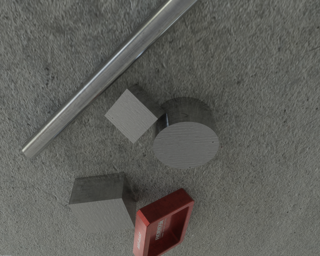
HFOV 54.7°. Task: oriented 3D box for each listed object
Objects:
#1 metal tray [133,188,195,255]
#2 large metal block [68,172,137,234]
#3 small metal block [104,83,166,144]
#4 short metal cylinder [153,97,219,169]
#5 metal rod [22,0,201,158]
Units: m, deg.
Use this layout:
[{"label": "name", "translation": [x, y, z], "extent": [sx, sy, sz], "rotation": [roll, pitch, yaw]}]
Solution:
[{"label": "metal tray", "translation": [0.004, 0.166, 0.515], "extent": [0.091, 0.030, 0.129], "rotation": [-20, 137, -29]}, {"label": "large metal block", "translation": [-0.087, 0.120, 0.492], "extent": [0.080, 0.050, 0.080], "rotation": [-8, 130, 6]}, {"label": "small metal block", "translation": [-0.031, -0.017, 0.379], "extent": [0.050, 0.025, 0.050], "rotation": [45, 121, -1]}, {"label": "short metal cylinder", "translation": [0.032, 0.007, 0.397], "extent": [0.081, 0.050, 0.079], "rotation": [-1, 130, 0]}, {"label": "metal rod", "translation": [-0.074, -0.051, 0.362], "extent": [0.025, 0.025, 0.299], "rotation": [37, 121, -27]}]
